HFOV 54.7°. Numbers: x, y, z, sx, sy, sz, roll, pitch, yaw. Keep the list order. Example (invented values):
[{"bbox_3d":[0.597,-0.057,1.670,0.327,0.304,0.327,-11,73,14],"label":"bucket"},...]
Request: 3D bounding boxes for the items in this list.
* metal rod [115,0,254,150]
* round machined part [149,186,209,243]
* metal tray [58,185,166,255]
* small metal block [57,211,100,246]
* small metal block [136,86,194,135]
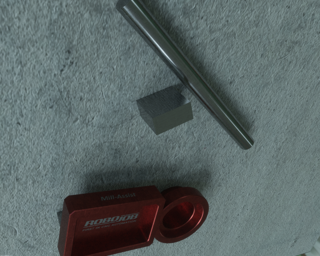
[{"bbox_3d":[0.052,-0.052,0.405,0.025,0.025,0.300,-46,130,4],"label":"metal rod"},{"bbox_3d":[0.025,0.132,0.493,0.099,0.042,0.097,-14,125,-21],"label":"round machined part"},{"bbox_3d":[-0.064,0.128,0.417,0.131,0.030,0.089,-1,118,-31],"label":"metal tray"},{"bbox_3d":[-0.110,0.134,0.431,0.050,0.025,0.050,-17,125,-19],"label":"small metal block"},{"bbox_3d":[0.005,-0.023,0.381,0.050,0.050,0.025,-24,128,-14],"label":"small metal block"}]
